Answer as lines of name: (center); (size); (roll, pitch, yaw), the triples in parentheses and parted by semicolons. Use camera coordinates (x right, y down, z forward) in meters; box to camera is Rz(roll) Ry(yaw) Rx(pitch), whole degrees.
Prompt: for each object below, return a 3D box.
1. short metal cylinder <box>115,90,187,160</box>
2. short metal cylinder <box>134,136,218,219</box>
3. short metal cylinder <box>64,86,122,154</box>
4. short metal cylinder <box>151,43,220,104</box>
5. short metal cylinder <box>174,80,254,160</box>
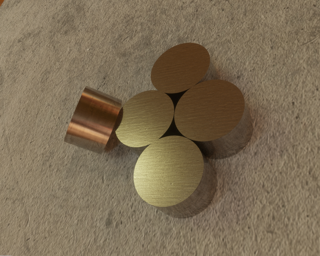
short metal cylinder: (-0.009, -0.001, 0.395); (0.080, 0.050, 0.080); (-13, 56, 21)
short metal cylinder: (0.018, 0.055, 0.346); (0.080, 0.050, 0.080); (-13, 56, 21)
short metal cylinder: (-0.090, -0.010, 0.416); (0.080, 0.050, 0.080); (-157, 89, -78)
short metal cylinder: (0.035, -0.065, 0.411); (0.080, 0.050, 0.080); (-13, 56, 21)
short metal cylinder: (0.064, -0.009, 0.362); (0.080, 0.050, 0.080); (-13, 56, 21)
